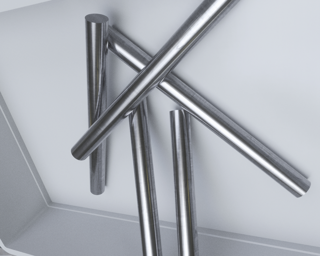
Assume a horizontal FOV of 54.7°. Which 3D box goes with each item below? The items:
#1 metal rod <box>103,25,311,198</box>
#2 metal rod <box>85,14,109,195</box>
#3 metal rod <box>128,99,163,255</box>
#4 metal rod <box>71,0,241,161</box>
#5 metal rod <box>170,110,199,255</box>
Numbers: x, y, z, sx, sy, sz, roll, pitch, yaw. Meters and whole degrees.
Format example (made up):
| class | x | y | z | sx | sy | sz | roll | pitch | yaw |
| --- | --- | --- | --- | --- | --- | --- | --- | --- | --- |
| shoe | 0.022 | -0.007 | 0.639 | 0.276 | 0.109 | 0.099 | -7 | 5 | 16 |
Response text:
| class | x | y | z | sx | sy | sz | roll | pitch | yaw |
| --- | --- | --- | --- | --- | --- | --- | --- | --- | --- |
| metal rod | 0.050 | -0.021 | 0.368 | 0.300 | 0.025 | 0.025 | 38 | 129 | 1 |
| metal rod | -0.087 | -0.007 | 0.429 | 0.025 | 0.025 | 0.298 | 22 | 132 | 14 |
| metal rod | -0.016 | 0.101 | 0.393 | 0.025 | 0.025 | 0.298 | -7 | 88 | 31 |
| metal rod | -0.019 | -0.049 | 0.352 | 0.025 | 0.025 | 0.299 | 46 | 123 | -4 |
| metal rod | 0.033 | 0.127 | 0.375 | 0.025 | 0.025 | 0.298 | -6 | 85 | 30 |
